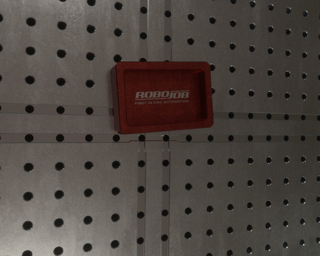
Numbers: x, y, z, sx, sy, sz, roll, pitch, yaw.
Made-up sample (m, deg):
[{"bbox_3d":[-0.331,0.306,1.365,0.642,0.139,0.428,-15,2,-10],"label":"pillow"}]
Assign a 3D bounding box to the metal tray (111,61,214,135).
[{"bbox_3d":[0.005,-0.041,0.412,0.131,0.030,0.089,-4,92,-20],"label":"metal tray"}]
